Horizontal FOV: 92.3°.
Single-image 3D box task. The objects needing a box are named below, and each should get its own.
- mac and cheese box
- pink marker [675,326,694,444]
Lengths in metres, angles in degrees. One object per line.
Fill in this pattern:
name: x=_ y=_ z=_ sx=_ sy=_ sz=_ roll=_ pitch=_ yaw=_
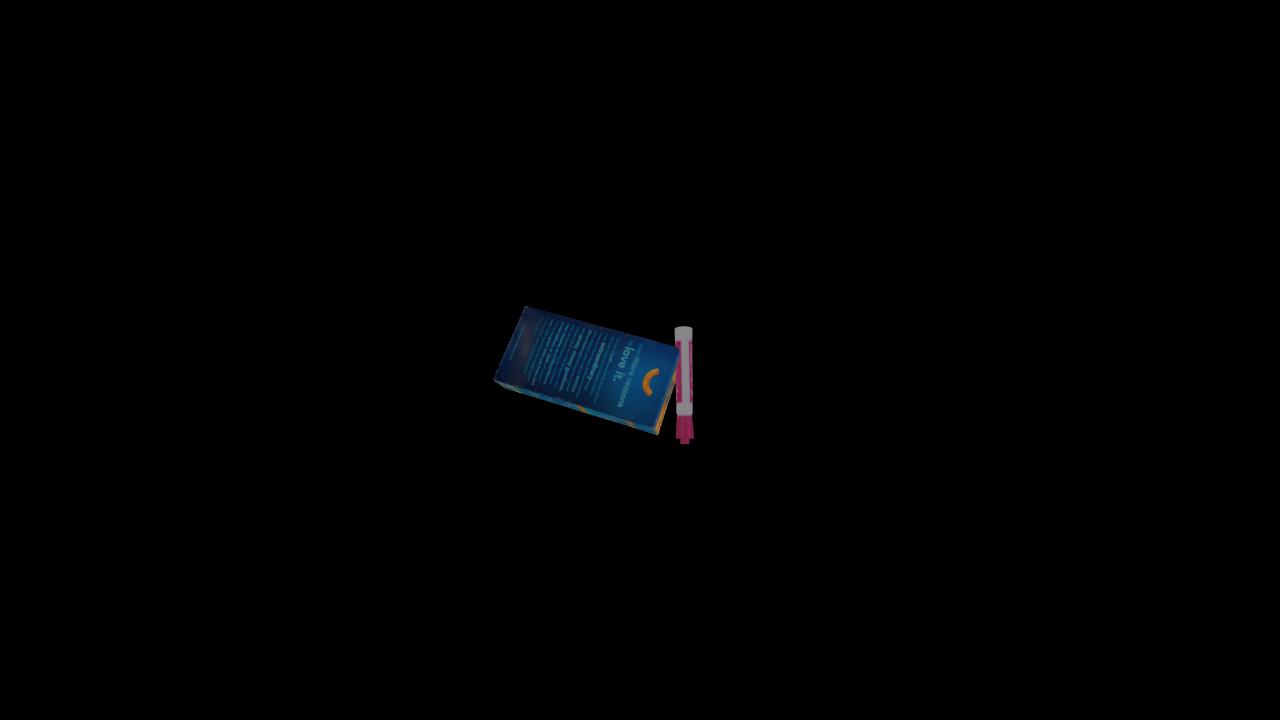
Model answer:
mac and cheese box: x=-0.054 y=0.010 z=0.660 sx=0.184 sy=0.093 sz=0.041 roll=16 pitch=-17 yaw=14
pink marker: x=0.046 y=0.026 z=0.634 sx=0.020 sy=0.121 sz=0.020 roll=0 pitch=-10 yaw=0
